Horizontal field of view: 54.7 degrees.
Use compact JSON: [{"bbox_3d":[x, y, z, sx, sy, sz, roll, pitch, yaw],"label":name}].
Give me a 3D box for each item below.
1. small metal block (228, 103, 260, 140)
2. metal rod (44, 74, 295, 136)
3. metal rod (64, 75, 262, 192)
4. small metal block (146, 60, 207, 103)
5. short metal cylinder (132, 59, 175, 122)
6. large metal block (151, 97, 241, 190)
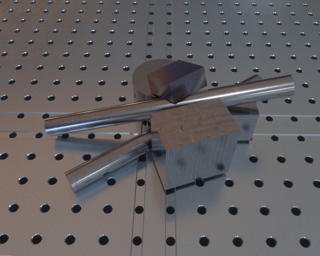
[{"bbox_3d":[0.094,-0.009,0.395,0.050,0.050,0.025,-1,50,1],"label":"small metal block"},{"bbox_3d":[0.004,-0.025,0.378,0.301,0.025,0.025,-9,50,9],"label":"metal rod"},{"bbox_3d":[0.022,-0.003,0.407,0.302,0.025,0.025,-28,55,-22],"label":"metal rod"},{"bbox_3d":[0.020,-0.058,0.376,0.050,0.025,0.050,-29,33,-22],"label":"small metal block"},{"bbox_3d":[0.003,-0.051,0.430,0.081,0.050,0.080,0,49,0],"label":"short metal cylinder"},{"bbox_3d":[0.036,0.019,0.350,0.081,0.080,0.050,-14,52,-12],"label":"large metal block"}]
